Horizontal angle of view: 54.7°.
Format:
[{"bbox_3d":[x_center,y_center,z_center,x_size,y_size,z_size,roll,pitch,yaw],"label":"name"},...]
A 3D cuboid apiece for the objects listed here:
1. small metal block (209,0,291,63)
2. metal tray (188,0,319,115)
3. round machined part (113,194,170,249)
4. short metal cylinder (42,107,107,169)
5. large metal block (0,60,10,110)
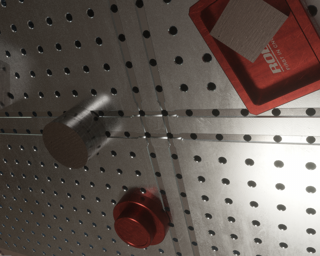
[{"bbox_3d":[0.083,-0.098,0.289,0.050,0.025,0.050,35,129,4],"label":"small metal block"},{"bbox_3d":[0.100,-0.086,0.301,0.090,0.030,0.130,-26,105,36],"label":"metal tray"},{"bbox_3d":[-0.037,0.161,0.518,0.098,0.042,0.097,13,124,20],"label":"round machined part"},{"bbox_3d":[-0.128,0.015,0.469,0.080,0.050,0.079,13,124,20],"label":"short metal cylinder"},{"bbox_3d":[-0.293,-0.077,0.499,0.080,0.050,0.079,28,128,10],"label":"large metal block"}]
